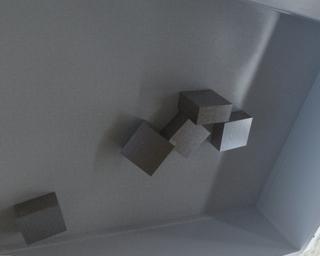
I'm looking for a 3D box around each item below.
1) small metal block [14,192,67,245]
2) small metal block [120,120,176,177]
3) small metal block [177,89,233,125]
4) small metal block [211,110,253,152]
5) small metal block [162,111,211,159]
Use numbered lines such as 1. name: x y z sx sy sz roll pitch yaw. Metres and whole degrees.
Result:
1. small metal block: -0.153 0.116 0.398 0.050 0.025 0.050 -17 125 -19
2. small metal block: -0.015 0.025 0.401 0.050 0.025 0.050 37 99 -1
3. small metal block: 0.058 -0.029 0.409 0.050 0.050 0.025 -7 122 -25
4. small metal block: 0.109 0.004 0.473 0.050 0.025 0.050 -11 123 -23
5. small metal block: 0.035 0.008 0.435 0.050 0.025 0.050 -48 130 5
